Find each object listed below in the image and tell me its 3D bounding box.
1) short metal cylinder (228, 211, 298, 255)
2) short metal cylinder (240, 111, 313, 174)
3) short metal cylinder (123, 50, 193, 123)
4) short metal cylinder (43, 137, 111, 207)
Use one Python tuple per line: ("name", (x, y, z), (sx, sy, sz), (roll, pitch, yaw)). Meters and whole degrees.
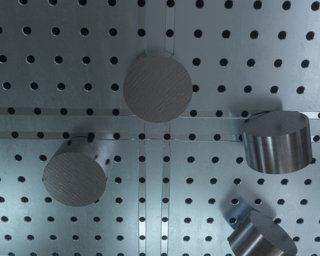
("short metal cylinder", (0.148, 0.167, 0.448), (0.080, 0.080, 0.050), (30, 107, -11))
("short metal cylinder", (0.147, 0.016, 0.392), (0.080, 0.080, 0.050), (-13, 110, 4))
("short metal cylinder", (-0.003, -0.052, 0.381), (0.081, 0.050, 0.079), (0, 110, -1))
("short metal cylinder", (-0.109, 0.059, 0.420), (0.081, 0.050, 0.079), (0, 110, -1))
